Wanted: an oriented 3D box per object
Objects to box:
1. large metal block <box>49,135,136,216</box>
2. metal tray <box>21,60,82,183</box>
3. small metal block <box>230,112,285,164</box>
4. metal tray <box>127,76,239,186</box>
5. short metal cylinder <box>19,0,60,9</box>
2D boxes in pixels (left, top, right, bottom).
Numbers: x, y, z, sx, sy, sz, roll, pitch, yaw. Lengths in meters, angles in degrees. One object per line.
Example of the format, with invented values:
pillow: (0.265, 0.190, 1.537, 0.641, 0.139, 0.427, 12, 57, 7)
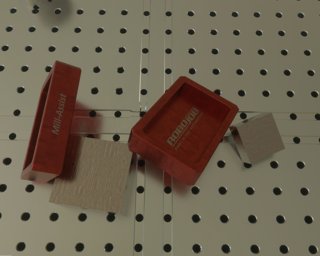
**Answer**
large metal block: (-0.077, 0.059, 0.376, 0.080, 0.050, 0.080, 9, 70, 3)
metal tray: (-0.133, -0.004, 0.375, 0.030, 0.090, 0.130, 16, 68, -27)
small metal block: (0.125, 0.012, 0.400, 0.050, 0.025, 0.050, -22, 94, -9)
metal tray: (0.033, -0.003, 0.383, 0.090, 0.030, 0.131, 31, 49, 9)
short metal cylinder: (-0.194, -0.235, 0.482, 0.081, 0.050, 0.080, 0, 70, 0)
